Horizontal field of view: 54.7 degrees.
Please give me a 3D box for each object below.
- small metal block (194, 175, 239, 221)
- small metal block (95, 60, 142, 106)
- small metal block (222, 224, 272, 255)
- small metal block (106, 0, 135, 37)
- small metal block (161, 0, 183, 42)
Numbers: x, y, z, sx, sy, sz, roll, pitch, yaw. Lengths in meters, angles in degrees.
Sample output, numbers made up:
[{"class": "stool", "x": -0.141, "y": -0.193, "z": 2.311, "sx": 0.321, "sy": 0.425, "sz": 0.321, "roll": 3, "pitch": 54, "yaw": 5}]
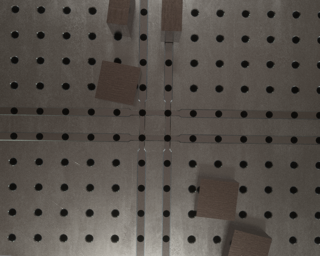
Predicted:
[{"class": "small metal block", "x": 0.075, "y": 0.093, "z": 0.415, "sx": 0.050, "sy": 0.025, "sz": 0.050, "roll": 7, "pitch": 90, "yaw": -1}, {"class": "small metal block", "x": -0.055, "y": -0.059, "z": 0.413, "sx": 0.050, "sy": 0.025, "sz": 0.050, "roll": 11, "pitch": 90, "yaw": -1}, {"class": "small metal block", "x": 0.115, "y": 0.163, "z": 0.415, "sx": 0.050, "sy": 0.025, "sz": 0.050, "roll": 15, "pitch": 90, "yaw": -1}, {"class": "small metal block", "x": -0.049, "y": -0.151, "z": 0.400, "sx": 0.025, "sy": 0.050, "sz": 0.050, "roll": 8, "pitch": 90, "yaw": 0}, {"class": "small metal block", "x": 0.015, "y": -0.143, "z": 0.401, "sx": 0.025, "sy": 0.050, "sz": 0.050, "roll": 2, "pitch": 90, "yaw": 0}]
